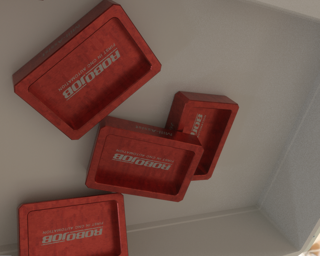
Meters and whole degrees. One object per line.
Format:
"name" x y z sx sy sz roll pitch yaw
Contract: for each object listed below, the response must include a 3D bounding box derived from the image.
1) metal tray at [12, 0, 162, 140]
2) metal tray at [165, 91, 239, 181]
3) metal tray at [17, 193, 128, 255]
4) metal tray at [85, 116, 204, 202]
"metal tray" -0.074 -0.059 0.329 0.130 0.030 0.090 -40 130 -1
"metal tray" 0.050 0.016 0.444 0.091 0.030 0.129 2 118 -30
"metal tray" -0.110 0.135 0.397 0.131 0.030 0.090 -1 79 -29
"metal tray" -0.021 0.042 0.396 0.131 0.030 0.089 13 114 -15
